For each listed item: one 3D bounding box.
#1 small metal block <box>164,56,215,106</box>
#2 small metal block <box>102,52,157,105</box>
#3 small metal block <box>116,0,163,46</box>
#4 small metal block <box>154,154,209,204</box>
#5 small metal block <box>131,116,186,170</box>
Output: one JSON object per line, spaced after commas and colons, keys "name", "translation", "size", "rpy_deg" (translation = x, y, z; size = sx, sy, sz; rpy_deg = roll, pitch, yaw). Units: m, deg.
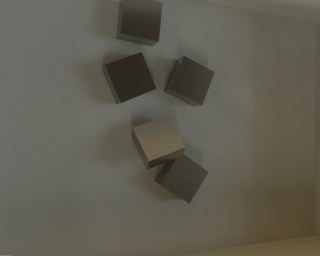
{"name": "small metal block", "translation": [0.040, -0.063, 0.425], "size": [0.050, 0.025, 0.050], "rpy_deg": [24, 82, -19]}
{"name": "small metal block", "translation": [-0.040, -0.063, 0.396], "size": [0.050, 0.025, 0.050], "rpy_deg": [-25, 98, -18]}
{"name": "small metal block", "translation": [-0.027, -0.138, 0.400], "size": [0.050, 0.025, 0.050], "rpy_deg": [6, 88, -20]}
{"name": "small metal block", "translation": [0.029, 0.066, 0.421], "size": [0.050, 0.025, 0.050], "rpy_deg": [37, 78, -17]}
{"name": "small metal block", "translation": [-0.003, 0.018, 0.397], "size": [0.050, 0.025, 0.050], "rpy_deg": [-19, 63, -19]}
